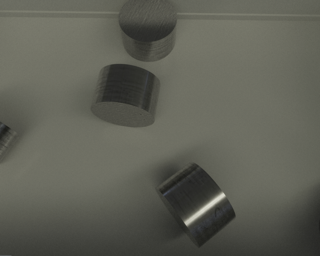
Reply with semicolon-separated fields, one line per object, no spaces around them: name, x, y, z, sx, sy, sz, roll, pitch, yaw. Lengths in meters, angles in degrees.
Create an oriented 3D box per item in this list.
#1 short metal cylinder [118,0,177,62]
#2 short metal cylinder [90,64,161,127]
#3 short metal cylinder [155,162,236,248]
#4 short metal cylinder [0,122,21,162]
short metal cylinder;-0.017;-0.144;0.449;0.081;0.050;0.080;0;70;0
short metal cylinder;-0.043;-0.039;0.394;0.080;0.080;0.050;8;70;3
short metal cylinder;0.039;0.085;0.349;0.050;0.080;0.080;-35;74;-12
short metal cylinder;-0.221;0.007;0.376;0.080;0.080;0.050;29;73;10
